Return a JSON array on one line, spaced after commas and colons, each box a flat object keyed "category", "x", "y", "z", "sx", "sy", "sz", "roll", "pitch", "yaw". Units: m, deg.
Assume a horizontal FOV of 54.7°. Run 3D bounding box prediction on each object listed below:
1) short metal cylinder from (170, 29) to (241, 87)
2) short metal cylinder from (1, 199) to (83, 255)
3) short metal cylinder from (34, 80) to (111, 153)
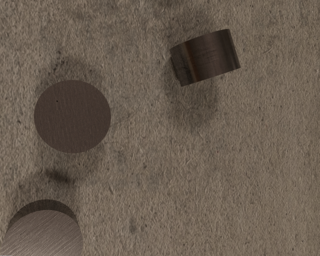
[{"category": "short metal cylinder", "x": 0.058, "y": -0.090, "z": 0.402, "sx": 0.081, "sy": 0.080, "sz": 0.050, "roll": -21, "pitch": 97, "yaw": -19}, {"category": "short metal cylinder", "x": -0.131, "y": 0.126, "z": 0.348, "sx": 0.081, "sy": 0.050, "sz": 0.079, "roll": 0, "pitch": 90, "yaw": -21}, {"category": "short metal cylinder", "x": -0.102, "y": -0.013, "z": 0.359, "sx": 0.081, "sy": 0.050, "sz": 0.079, "roll": 0, "pitch": 90, "yaw": -21}]
